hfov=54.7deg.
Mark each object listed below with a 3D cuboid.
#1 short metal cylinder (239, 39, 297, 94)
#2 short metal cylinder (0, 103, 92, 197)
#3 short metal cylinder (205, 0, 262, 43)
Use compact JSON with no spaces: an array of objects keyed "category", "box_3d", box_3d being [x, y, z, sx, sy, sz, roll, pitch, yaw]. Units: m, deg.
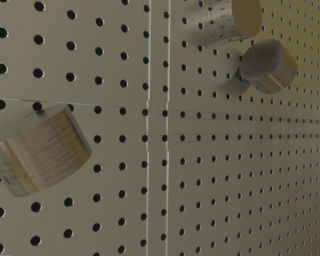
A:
[{"category":"short metal cylinder","box_3d":[0.185,-0.105,0.532,0.050,0.080,0.080,29,72,-37]},{"category":"short metal cylinder","box_3d":[-0.110,0.018,0.282,0.080,0.080,0.050,-37,113,-34]},{"category":"short metal cylinder","box_3d":[0.119,-0.180,0.495,0.081,0.050,0.079,0,90,-40]}]
